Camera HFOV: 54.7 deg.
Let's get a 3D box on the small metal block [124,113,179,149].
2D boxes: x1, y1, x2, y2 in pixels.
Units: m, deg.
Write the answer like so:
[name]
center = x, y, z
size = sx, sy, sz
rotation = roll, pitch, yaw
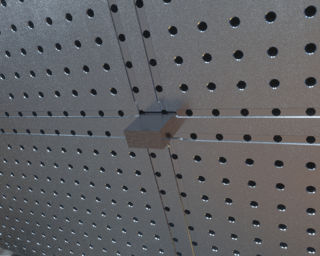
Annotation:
[small metal block]
center = -0.010, 0.003, 0.401
size = 0.050, 0.050, 0.025
rotation = 1, 119, 27
